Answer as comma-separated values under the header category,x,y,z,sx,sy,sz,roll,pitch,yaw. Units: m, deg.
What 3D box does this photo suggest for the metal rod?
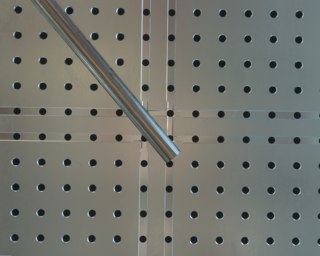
category,x,y,z,sx,sy,sz,roll,pitch,yaw
metal rod,-0.078,-0.076,0.412,0.025,0.025,0.300,-40,90,0
